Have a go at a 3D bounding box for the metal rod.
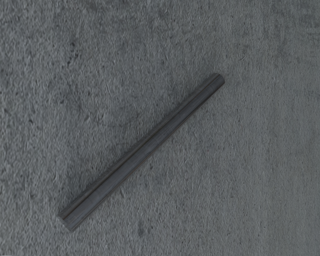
[{"bbox_3d":[-0.005,0.013,0.402,0.301,0.025,0.025,-43,116,-31],"label":"metal rod"}]
